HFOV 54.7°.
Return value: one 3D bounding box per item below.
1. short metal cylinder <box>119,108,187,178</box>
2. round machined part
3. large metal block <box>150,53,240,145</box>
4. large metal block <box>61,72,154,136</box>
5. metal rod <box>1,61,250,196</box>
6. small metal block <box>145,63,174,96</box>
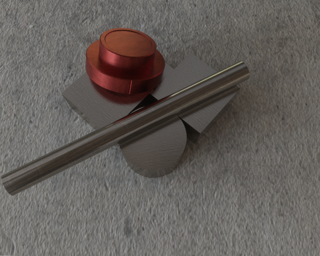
[{"bbox_3d":[-0.009,0.018,0.389,0.081,0.050,0.080,0,70,0],"label":"short metal cylinder"},{"bbox_3d":[-0.041,-0.089,0.385,0.099,0.042,0.098,8,43,-8],"label":"round machined part"},{"bbox_3d":[0.044,-0.038,0.411,0.080,0.050,0.080,40,74,13],"label":"large metal block"},{"bbox_3d":[-0.065,-0.037,0.408,0.080,0.050,0.080,40,75,13],"label":"large metal block"},{"bbox_3d":[-0.030,-0.005,0.357,0.302,0.025,0.025,-27,73,-10],"label":"metal rod"},{"bbox_3d":[-0.010,-0.070,0.434,0.050,0.025,0.050,41,75,13],"label":"small metal block"}]
